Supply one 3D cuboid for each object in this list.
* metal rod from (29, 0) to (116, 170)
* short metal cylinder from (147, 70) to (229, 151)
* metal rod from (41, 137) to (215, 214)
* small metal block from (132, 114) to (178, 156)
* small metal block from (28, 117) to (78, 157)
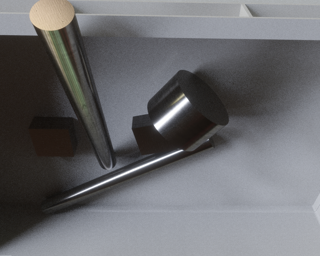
[{"bbox_3d":[-0.069,-0.008,0.315,0.025,0.025,0.299,2,157,-2],"label":"metal rod"},{"bbox_3d":[0.033,-0.020,0.356,0.080,0.080,0.050,32,123,-25],"label":"short metal cylinder"},{"bbox_3d":[-0.060,0.074,0.471,0.300,0.025,0.025,-24,126,19],"label":"metal rod"},{"bbox_3d":[-0.006,0.007,0.415,0.050,0.025,0.050,-10,130,7],"label":"small metal block"},{"bbox_3d":[-0.142,0.012,0.417,0.050,0.025,0.050,1,130,-1],"label":"small metal block"}]
